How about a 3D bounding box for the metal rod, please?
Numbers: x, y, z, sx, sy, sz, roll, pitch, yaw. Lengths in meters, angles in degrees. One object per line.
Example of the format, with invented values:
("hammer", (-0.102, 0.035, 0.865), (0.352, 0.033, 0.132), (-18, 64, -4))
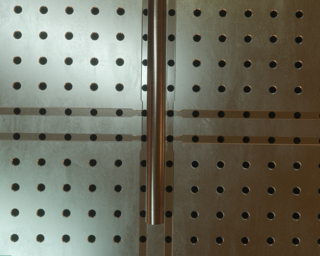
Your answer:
("metal rod", (-0.005, -0.024, 0.414), (0.025, 0.025, 0.298), (1, 90, 0))
